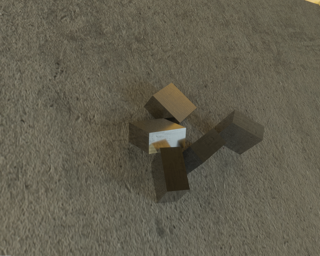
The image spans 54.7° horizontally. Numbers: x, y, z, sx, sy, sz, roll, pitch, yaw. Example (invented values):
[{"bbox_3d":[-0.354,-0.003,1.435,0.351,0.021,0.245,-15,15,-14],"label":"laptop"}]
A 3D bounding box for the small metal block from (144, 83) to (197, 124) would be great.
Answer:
[{"bbox_3d":[0.015,-0.029,0.425,0.050,0.025,0.050,46,42,3],"label":"small metal block"}]

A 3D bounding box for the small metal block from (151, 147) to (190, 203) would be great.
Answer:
[{"bbox_3d":[0.010,0.055,0.356,0.025,0.050,0.050,-2,63,-16],"label":"small metal block"}]

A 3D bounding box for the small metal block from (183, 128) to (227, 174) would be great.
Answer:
[{"bbox_3d":[0.049,0.031,0.394,0.050,0.050,0.025,-33,81,-38],"label":"small metal block"}]

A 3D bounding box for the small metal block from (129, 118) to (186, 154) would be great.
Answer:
[{"bbox_3d":[-0.004,0.008,0.378,0.050,0.050,0.025,-8,109,-31],"label":"small metal block"}]

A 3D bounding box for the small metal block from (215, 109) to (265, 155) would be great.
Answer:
[{"bbox_3d":[0.111,0.007,0.443,0.050,0.050,0.025,29,52,-10],"label":"small metal block"}]
